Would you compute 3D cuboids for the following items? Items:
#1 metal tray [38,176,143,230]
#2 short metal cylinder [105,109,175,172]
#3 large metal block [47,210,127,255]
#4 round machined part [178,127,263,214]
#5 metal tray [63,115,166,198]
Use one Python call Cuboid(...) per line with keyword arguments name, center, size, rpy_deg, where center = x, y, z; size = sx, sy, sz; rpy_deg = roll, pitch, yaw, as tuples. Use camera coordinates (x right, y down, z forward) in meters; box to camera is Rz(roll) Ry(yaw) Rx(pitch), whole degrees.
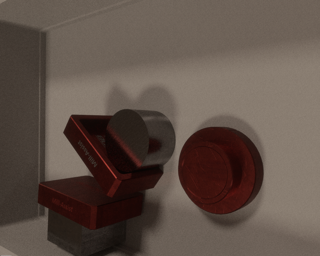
Cuboid(name="metal tray", center=(-0.101, 0.101, 0.445), size=(0.130, 0.091, 0.030), rpy_deg=(8, 96, 39))
Cuboid(name="short metal cylinder", center=(-0.027, 0.016, 0.410), size=(0.080, 0.050, 0.079), rpy_deg=(0, 90, 40))
Cuboid(name="large metal block", center=(-0.107, 0.141, 0.456), size=(0.080, 0.081, 0.050), rpy_deg=(5, 94, 39))
Cuboid(name="round machined part", center=(0.060, 0.047, 0.345), size=(0.098, 0.042, 0.097), rpy_deg=(0, 90, 39))
Cuboid(name="metal tray", center=(-0.063, 0.032, 0.430), size=(0.130, 0.091, 0.030), rpy_deg=(46, 119, 31))
